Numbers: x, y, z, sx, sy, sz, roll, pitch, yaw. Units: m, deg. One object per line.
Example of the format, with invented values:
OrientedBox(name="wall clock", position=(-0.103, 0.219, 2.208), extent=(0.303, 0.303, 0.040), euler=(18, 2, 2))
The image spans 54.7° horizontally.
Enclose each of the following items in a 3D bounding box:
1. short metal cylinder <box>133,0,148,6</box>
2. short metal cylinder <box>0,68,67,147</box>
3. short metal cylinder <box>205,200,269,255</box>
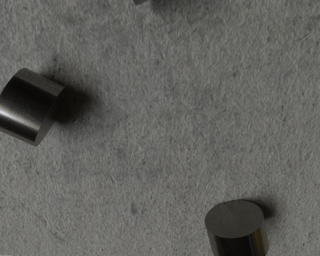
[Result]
OrientedBox(name="short metal cylinder", position=(-0.003, -0.169, 0.318), extent=(0.080, 0.080, 0.050), euler=(-27, 108, 9))
OrientedBox(name="short metal cylinder", position=(-0.153, -0.024, 0.369), extent=(0.050, 0.080, 0.080), euler=(27, 108, -10))
OrientedBox(name="short metal cylinder", position=(0.108, 0.146, 0.436), extent=(0.080, 0.080, 0.050), euler=(-14, 110, 5))
